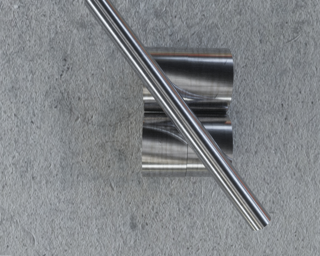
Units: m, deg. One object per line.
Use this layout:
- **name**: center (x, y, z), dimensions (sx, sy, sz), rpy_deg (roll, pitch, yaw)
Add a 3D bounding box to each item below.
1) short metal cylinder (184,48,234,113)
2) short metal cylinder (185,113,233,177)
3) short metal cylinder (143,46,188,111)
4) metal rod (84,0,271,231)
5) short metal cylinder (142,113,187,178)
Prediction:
- **short metal cylinder**: center (0.057, -0.059, 0.384), dimensions (0.050, 0.080, 0.079), rpy_deg (1, 90, 0)
- **short metal cylinder**: center (0.056, 0.021, 0.384), dimensions (0.050, 0.080, 0.079), rpy_deg (1, 90, 0)
- **short metal cylinder**: center (0.006, -0.060, 0.384), dimensions (0.050, 0.080, 0.079), rpy_deg (1, 90, 0)
- **metal rod**: center (0.019, -0.018, 0.331), dimensions (0.025, 0.025, 0.299), rpy_deg (-37, 90, 0)
- **short metal cylinder**: center (0.005, 0.021, 0.384), dimensions (0.050, 0.080, 0.079), rpy_deg (1, 90, 0)
